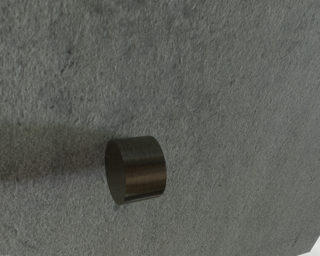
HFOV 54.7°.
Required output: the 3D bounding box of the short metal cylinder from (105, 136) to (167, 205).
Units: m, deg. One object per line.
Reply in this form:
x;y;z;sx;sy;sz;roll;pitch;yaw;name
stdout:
-0.033;0.051;0.387;0.050;0.080;0.079;-6;121;-26;short metal cylinder
